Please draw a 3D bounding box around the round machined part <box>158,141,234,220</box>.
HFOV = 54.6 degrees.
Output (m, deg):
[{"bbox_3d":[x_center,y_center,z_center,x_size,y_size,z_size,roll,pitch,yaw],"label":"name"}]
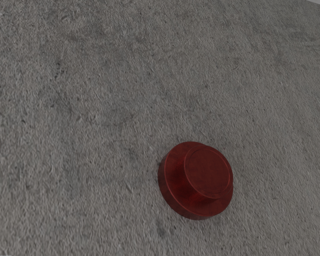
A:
[{"bbox_3d":[0.050,0.060,0.383,0.099,0.042,0.098,13,56,-21],"label":"round machined part"}]
